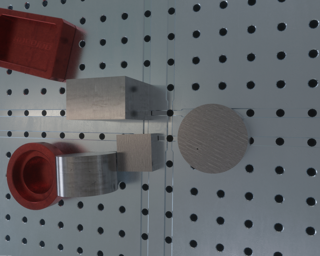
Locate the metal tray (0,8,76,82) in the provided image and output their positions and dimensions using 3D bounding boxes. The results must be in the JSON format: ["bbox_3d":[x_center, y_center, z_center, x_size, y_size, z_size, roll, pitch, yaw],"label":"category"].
[{"bbox_3d":[-0.202,-0.130,0.481,0.130,0.030,0.089,16,95,19],"label":"metal tray"}]

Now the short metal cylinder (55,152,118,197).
[{"bbox_3d":[-0.098,0.060,0.418,0.080,0.080,0.050,-3,89,20],"label":"short metal cylinder"}]

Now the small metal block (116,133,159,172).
[{"bbox_3d":[-0.030,0.033,0.423,0.050,0.025,0.050,-2,89,20],"label":"small metal block"}]

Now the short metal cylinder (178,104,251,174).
[{"bbox_3d":[0.067,0.012,0.375,0.080,0.050,0.080,0,90,20],"label":"short metal cylinder"}]

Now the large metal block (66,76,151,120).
[{"bbox_3d":[-0.064,-0.035,0.406,0.080,0.080,0.050,0,90,20],"label":"large metal block"}]

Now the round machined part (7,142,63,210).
[{"bbox_3d":[-0.176,0.070,0.466,0.098,0.042,0.097,0,90,20],"label":"round machined part"}]
